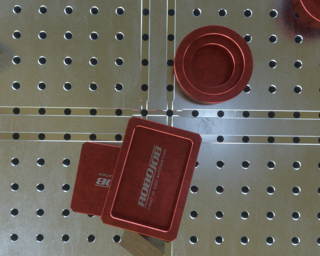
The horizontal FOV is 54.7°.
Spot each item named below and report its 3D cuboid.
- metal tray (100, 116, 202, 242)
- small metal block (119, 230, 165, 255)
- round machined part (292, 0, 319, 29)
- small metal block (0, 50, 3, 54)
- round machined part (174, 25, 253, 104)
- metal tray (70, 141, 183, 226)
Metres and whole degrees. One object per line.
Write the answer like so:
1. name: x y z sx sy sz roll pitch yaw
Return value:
1. metal tray: -0.009 0.060 0.377 0.090 0.030 0.129 15 84 0
2. small metal block: -0.021 0.146 0.400 0.050 0.050 0.025 39 93 -1
3. round machined part: 0.220 -0.176 0.406 0.099 0.042 0.097 0 90 0
4. small metal block: -0.243 -0.098 0.399 0.050 0.050 0.025 -36 90 0
5. round machined part: 0.067 -0.080 0.405 0.099 0.042 0.097 0 90 0
6. metal tray: -0.042 0.072 0.406 0.131 0.030 0.090 9 84 0
